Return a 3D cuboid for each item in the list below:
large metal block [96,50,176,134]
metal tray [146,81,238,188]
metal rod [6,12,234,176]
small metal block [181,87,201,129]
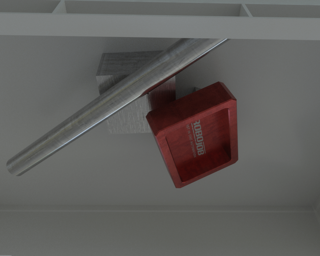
[{"bbox_3d":[-0.023,-0.040,0.358,0.081,0.050,0.079,-3,130,1],"label":"large metal block"},{"bbox_3d":[0.044,0.015,0.365,0.090,0.030,0.130,-24,142,-4],"label":"metal tray"},{"bbox_3d":[-0.062,-0.020,0.325,0.300,0.025,0.025,-30,124,24],"label":"metal rod"},{"bbox_3d":[0.058,-0.019,0.394,0.050,0.025,0.050,16,128,-14],"label":"small metal block"}]
